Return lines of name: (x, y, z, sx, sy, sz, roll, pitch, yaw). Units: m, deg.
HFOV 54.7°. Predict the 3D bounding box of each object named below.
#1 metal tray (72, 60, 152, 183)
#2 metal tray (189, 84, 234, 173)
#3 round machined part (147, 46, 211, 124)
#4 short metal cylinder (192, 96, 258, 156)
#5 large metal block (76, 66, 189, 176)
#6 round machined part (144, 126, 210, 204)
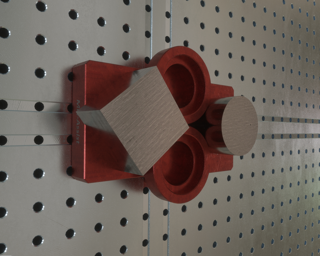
metal tray: (-0.053, -0.007, 0.361, 0.091, 0.030, 0.129, 1, 90, -41)
metal tray: (0.070, 0.000, 0.462, 0.091, 0.030, 0.129, 1, 90, -40)
round machined part: (0.018, -0.053, 0.401, 0.099, 0.042, 0.097, 0, 90, -40)
short metal cylinder: (0.091, -0.003, 0.429, 0.081, 0.050, 0.079, 0, 90, -40)
large metal block: (-0.026, -0.008, 0.331, 0.080, 0.050, 0.080, -44, 117, -31)
round machined part: (0.017, 0.045, 0.400, 0.099, 0.042, 0.097, 0, 90, -40)
